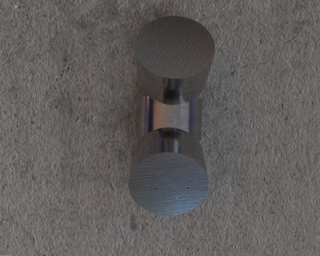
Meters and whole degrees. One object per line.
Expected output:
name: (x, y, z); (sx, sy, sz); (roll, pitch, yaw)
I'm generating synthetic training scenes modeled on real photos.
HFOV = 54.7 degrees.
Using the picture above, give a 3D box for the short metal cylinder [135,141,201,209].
short metal cylinder: (0.010, 0.058, 0.399); (0.081, 0.050, 0.080); (0, 90, 0)

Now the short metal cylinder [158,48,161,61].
short metal cylinder: (0.012, -0.077, 0.399); (0.081, 0.050, 0.080); (0, 90, 0)

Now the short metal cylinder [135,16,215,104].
short metal cylinder: (0.015, -0.072, 0.334); (0.081, 0.050, 0.080); (1, 65, -1)

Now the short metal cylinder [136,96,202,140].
short metal cylinder: (0.012, -0.011, 0.384); (0.081, 0.080, 0.050); (2, 90, 0)

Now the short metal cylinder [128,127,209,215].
short metal cylinder: (0.009, 0.046, 0.332); (0.080, 0.050, 0.079); (0, 118, 1)
